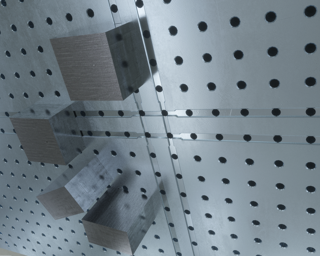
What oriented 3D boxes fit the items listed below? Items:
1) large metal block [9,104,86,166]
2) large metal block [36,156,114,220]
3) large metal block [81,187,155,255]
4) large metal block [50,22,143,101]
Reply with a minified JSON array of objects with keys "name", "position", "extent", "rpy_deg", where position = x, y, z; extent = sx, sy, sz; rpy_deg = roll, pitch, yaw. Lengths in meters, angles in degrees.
[{"name":"large metal block","position":[-0.176,0.009,0.491],"extent":[0.080,0.050,0.079],"rpy_deg":[3,120,26]},{"name":"large metal block","position":[-0.138,0.098,0.507],"extent":[0.080,0.080,0.050],"rpy_deg":[-23,106,36]},{"name":"large metal block","position":[-0.064,0.146,0.498],"extent":[0.080,0.080,0.050],"rpy_deg":[7,121,24]},{"name":"large metal block","position":[-0.076,-0.080,0.384],"extent":[0.080,0.050,0.079],"rpy_deg":[2,120,26]}]
